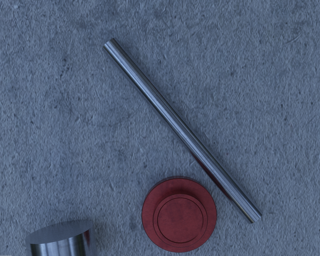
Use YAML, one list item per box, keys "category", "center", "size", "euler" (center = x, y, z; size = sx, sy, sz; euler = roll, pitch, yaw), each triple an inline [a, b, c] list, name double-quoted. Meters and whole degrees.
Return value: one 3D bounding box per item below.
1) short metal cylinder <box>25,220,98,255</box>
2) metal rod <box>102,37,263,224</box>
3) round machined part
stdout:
- category: "short metal cylinder"
  center: [-0.119, 0.151, 0.382]
  size: [0.080, 0.080, 0.050]
  euler: [-9, 90, 0]
- category: "metal rod"
  center: [0.030, 0.004, 0.410]
  size: [0.025, 0.025, 0.300]
  euler: [-40, 90, 0]
- category: "round machined part"
  center: [0.025, 0.114, 0.402]
  size: [0.099, 0.042, 0.097]
  euler: [0, 90, 0]
